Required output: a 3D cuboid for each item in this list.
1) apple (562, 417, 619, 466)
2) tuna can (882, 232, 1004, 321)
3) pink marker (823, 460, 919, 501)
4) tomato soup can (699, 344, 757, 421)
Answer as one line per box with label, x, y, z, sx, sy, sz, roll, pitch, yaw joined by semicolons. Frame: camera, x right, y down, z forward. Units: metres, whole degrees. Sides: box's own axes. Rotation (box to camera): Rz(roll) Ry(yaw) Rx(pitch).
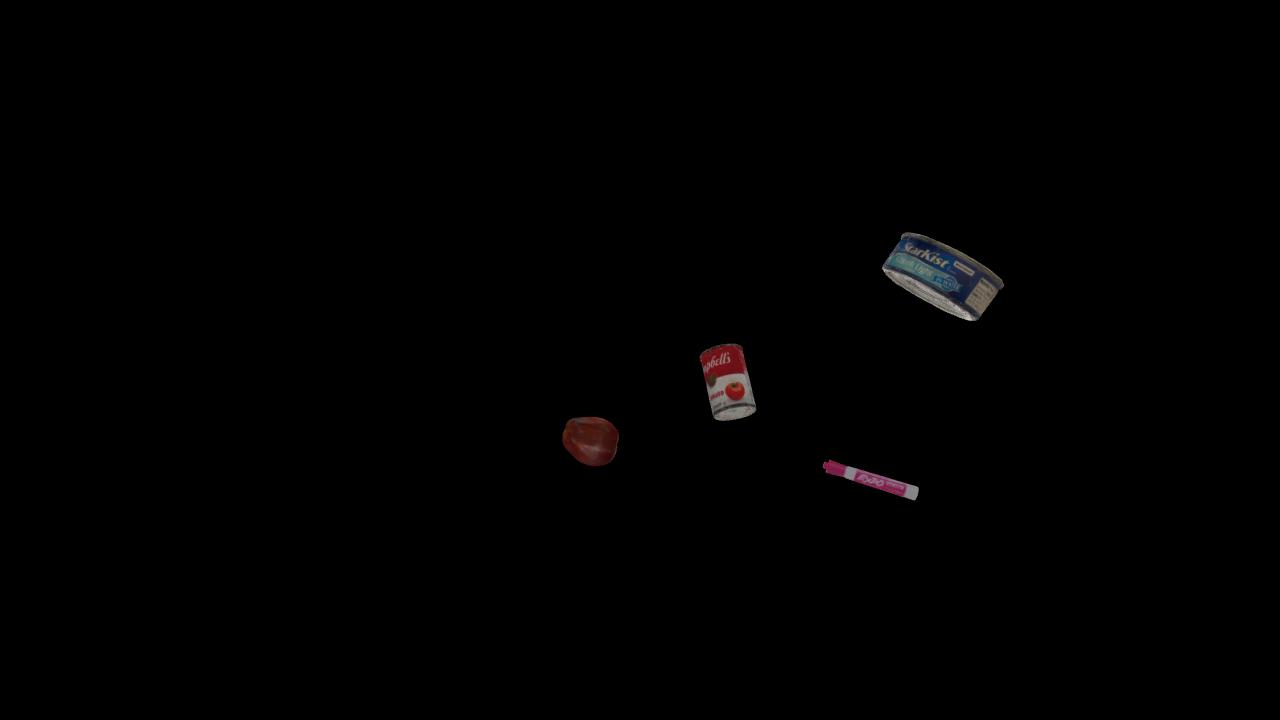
apple;-0.078;0.129;0.988;0.093;0.079;0.079;21;-7;-18
tuna can;0.236;-0.065;0.485;0.084;0.034;0.084;30;11;-7
pink marker;0.304;0.158;0.816;0.121;0.020;0.020;16;4;15
tomato soup can;0.133;0.035;0.931;0.068;0.101;0.068;-9;-21;-3
